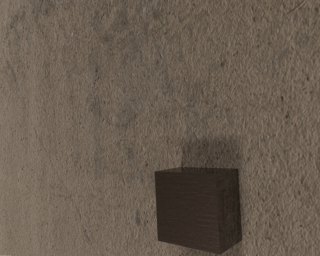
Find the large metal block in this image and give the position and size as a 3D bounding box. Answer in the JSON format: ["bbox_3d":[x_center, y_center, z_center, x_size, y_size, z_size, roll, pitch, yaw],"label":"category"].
[{"bbox_3d":[0.043,0.088,0.352,0.080,0.050,0.080,-4,87,39],"label":"large metal block"}]
